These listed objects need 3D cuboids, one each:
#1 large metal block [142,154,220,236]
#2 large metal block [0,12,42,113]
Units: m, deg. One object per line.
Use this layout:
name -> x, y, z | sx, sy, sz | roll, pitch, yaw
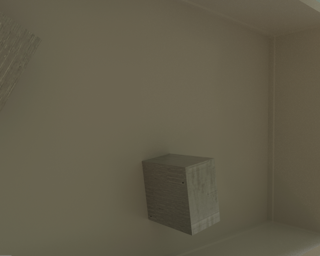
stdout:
large metal block -> 0.025, 0.079, 0.394 | 0.050, 0.080, 0.079 | -11, 97, -40
large metal block -> -0.161, -0.060, 0.256 | 0.080, 0.050, 0.080 | 33, 69, -35
